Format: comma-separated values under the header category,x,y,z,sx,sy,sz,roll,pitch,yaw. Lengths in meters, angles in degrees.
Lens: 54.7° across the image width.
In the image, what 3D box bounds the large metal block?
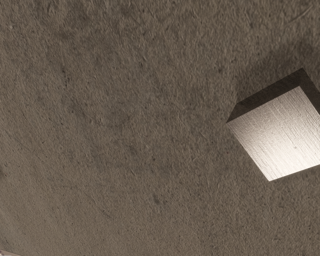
category,x,y,z,sx,sy,sz,roll,pitch,yaw
large metal block,0.130,-0.002,0.321,0.080,0.050,0.080,-31,101,37
